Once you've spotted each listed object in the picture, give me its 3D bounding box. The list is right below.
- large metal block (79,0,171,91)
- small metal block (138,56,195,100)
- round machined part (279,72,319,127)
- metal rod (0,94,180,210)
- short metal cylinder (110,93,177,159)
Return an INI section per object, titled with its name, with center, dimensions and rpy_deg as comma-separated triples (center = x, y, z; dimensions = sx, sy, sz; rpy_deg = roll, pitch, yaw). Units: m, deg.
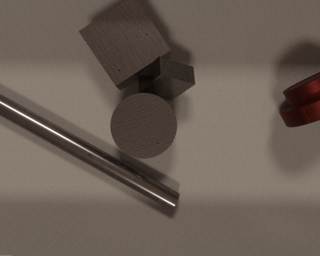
[large metal block]
center = -0.042, -0.106, 0.398
dimensions = 0.080, 0.050, 0.080
rpy_deg = -34, 90, 0
[small metal block]
center = 0.008, -0.060, 0.387
dimensions = 0.050, 0.050, 0.025
rpy_deg = 10, 66, -32
[round machined part]
center = 0.192, -0.042, 0.377
dimensions = 0.098, 0.098, 0.042
rpy_deg = -28, 90, 0
[metal rod]
center = -0.111, 0.025, 0.409
dimensions = 0.301, 0.025, 0.025
rpy_deg = 29, 90, -1
[short metal cylinder]
center = -0.020, -0.003, 0.399
dimensions = 0.081, 0.050, 0.079
rpy_deg = 0, 90, -1
